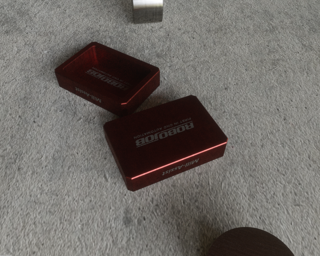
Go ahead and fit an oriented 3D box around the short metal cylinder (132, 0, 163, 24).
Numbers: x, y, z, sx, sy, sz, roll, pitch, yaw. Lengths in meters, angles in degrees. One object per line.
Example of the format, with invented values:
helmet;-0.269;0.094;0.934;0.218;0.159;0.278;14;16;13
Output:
short metal cylinder;-0.026;-0.232;0.562;0.050;0.080;0.080;-6;50;-5

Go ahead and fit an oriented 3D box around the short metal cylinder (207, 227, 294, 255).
short metal cylinder;0.077;0.136;0.273;0.081;0.050;0.080;0;50;0

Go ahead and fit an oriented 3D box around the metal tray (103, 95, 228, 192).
metal tray;0.006;0.014;0.388;0.131;0.030;0.090;-19;53;-16

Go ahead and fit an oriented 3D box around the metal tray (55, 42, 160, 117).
metal tray;-0.077;-0.076;0.462;0.130;0.030;0.090;26;55;20
